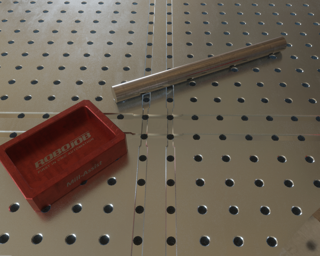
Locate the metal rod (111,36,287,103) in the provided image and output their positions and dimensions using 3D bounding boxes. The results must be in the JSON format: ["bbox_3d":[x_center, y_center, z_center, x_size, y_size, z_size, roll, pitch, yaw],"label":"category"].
[{"bbox_3d":[0.071,-0.096,0.488,0.302,0.025,0.025,-19,53,-16],"label":"metal rod"}]

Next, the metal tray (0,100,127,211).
[{"bbox_3d":[-0.117,0.027,0.380,0.131,0.030,0.090,-34,58,-26],"label":"metal tray"}]

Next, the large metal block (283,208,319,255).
[{"bbox_3d":[0.175,0.095,0.293,0.081,0.080,0.050,-30,56,-23],"label":"large metal block"}]
